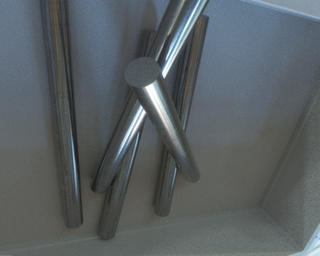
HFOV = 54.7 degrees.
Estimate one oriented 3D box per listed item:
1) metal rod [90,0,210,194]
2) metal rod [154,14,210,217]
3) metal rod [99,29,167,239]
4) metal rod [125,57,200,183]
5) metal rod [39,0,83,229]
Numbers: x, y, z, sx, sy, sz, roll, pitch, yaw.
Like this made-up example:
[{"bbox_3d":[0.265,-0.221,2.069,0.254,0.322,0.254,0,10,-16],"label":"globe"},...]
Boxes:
[{"bbox_3d":[-0.026,-0.012,0.308,0.025,0.025,0.298,-1,144,-28],"label":"metal rod"},{"bbox_3d":[0.023,0.002,0.422,0.025,0.025,0.298,-6,121,-26],"label":"metal rod"},{"bbox_3d":[-0.041,0.026,0.401,0.025,0.025,0.298,2,118,-29],"label":"metal rod"},{"bbox_3d":[0.019,0.017,0.349,0.025,0.025,0.300,-37,155,-4],"label":"metal rod"},{"bbox_3d":[-0.107,-0.001,0.349,0.025,0.025,0.298,-10,123,-23],"label":"metal rod"}]
